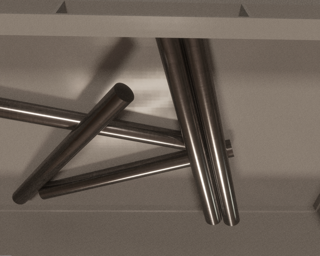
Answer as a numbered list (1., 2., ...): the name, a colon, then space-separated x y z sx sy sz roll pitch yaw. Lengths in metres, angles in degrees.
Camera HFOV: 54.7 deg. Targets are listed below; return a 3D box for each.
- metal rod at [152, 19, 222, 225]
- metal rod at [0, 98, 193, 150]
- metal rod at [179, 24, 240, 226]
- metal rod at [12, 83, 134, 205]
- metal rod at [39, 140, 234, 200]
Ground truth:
1. metal rod: 0.043 0.015 0.394 0.025 0.025 0.298 -12 121 9
2. metal rod: -0.102 -0.008 0.401 0.302 0.025 0.025 11 129 -10
3. metal rod: 0.071 0.018 0.398 0.025 0.025 0.298 -12 121 9
4. metal rod: -0.132 0.037 0.413 0.025 0.025 0.299 32 131 -25
5. metal rod: -0.042 0.065 0.463 0.301 0.025 0.025 -14 129 11
